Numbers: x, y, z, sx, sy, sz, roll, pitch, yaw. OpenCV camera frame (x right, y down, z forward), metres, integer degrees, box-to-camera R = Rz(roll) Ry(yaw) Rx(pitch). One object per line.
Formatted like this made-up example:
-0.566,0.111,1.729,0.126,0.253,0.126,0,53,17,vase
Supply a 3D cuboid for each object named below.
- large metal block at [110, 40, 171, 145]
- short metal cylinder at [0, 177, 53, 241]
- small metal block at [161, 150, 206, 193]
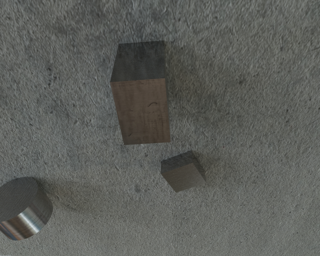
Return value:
-0.017,-0.039,0.338,0.050,0.080,0.080,-4,130,3,large metal block
-0.213,0.122,0.473,0.080,0.080,0.050,-10,130,8,short metal cylinder
0.035,0.066,0.464,0.050,0.025,0.050,-22,127,17,small metal block
